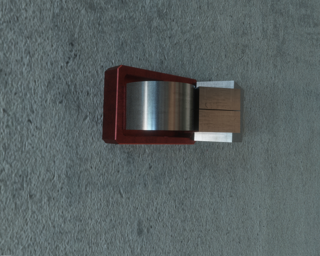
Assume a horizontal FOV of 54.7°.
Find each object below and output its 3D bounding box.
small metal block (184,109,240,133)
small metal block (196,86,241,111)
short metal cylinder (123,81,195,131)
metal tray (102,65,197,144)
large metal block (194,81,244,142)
[{"bbox_3d":[0.062,-0.007,0.373,0.050,0.050,0.025,2,88,-14],"label":"small metal block"},{"bbox_3d":[0.062,-0.032,0.374,0.050,0.050,0.025,2,88,-14],"label":"small metal block"},{"bbox_3d":[-0.001,-0.022,0.353,0.081,0.080,0.050,1,90,-40],"label":"short metal cylinder"},{"bbox_3d":[-0.008,-0.024,0.396,0.131,0.030,0.089,3,88,-40],"label":"metal tray"},{"bbox_3d":[0.087,-0.020,0.444,0.080,0.050,0.080,7,86,-66],"label":"large metal block"}]
